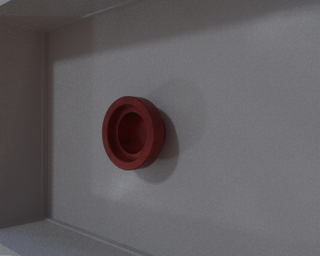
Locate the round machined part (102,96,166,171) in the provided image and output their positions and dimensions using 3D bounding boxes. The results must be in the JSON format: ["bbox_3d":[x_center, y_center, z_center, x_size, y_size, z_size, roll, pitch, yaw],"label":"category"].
[{"bbox_3d":[-0.031,0.007,0.423,0.098,0.042,0.097,0,90,40],"label":"round machined part"}]
